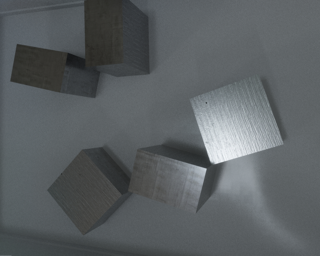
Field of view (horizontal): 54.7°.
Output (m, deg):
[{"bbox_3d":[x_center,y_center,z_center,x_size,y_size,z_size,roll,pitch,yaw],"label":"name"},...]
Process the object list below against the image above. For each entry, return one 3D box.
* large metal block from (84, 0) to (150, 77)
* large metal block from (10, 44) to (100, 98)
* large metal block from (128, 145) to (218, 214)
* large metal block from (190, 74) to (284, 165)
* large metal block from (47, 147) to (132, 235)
[{"bbox_3d":[-0.052,-0.113,0.399,0.050,0.080,0.079,-1,90,20],"label":"large metal block"},{"bbox_3d":[-0.141,-0.077,0.429,0.080,0.080,0.050,14,95,19],"label":"large metal block"},{"bbox_3d":[0.020,0.057,0.374,0.080,0.080,0.050,15,95,19],"label":"large metal block"},{"bbox_3d":[0.091,-0.008,0.365,0.080,0.050,0.080,-19,84,18],"label":"large metal block"},{"bbox_3d":[-0.093,0.084,0.429,0.080,0.050,0.080,46,104,14],"label":"large metal block"}]
